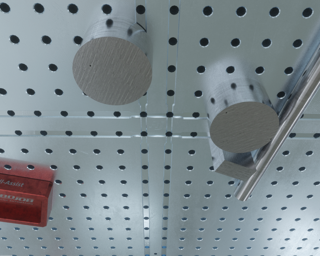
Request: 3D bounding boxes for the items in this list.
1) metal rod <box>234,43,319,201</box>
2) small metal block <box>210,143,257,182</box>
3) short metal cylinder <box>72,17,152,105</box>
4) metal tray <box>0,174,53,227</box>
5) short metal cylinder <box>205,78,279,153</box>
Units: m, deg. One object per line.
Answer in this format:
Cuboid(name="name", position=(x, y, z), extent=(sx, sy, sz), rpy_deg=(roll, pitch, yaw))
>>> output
Cuboid(name="metal rod", position=(0.163, -0.002, 0.410), extent=(0.025, 0.025, 0.298), rpy_deg=(9, 130, -8))
Cuboid(name="small metal block", position=(0.101, 0.041, 0.431), extent=(0.050, 0.050, 0.025), rpy_deg=(19, 127, -16))
Cuboid(name="short metal cylinder", position=(-0.048, -0.071, 0.334), extent=(0.081, 0.050, 0.079), rpy_deg=(0, 130, 0))
Cuboid(name="metal tray", position=(-0.247, 0.117, 0.505), extent=(0.131, 0.030, 0.089), rpy_deg=(11, 129, -10))
Cuboid(name="short metal cylinder", position=(0.099, -0.015, 0.383), extent=(0.080, 0.050, 0.079), rpy_deg=(0, 130, 0))
